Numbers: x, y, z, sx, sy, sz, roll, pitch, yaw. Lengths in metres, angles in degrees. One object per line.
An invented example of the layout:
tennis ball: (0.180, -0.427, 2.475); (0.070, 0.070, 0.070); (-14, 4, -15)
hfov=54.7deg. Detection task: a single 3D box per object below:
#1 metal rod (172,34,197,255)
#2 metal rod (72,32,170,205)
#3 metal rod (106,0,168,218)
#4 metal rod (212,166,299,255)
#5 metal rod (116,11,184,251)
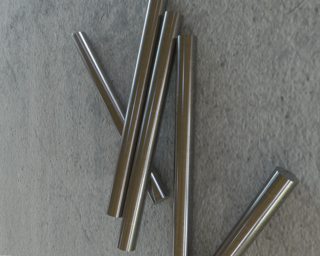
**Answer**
metal rod: (0.030, 0.039, 0.378); (0.025, 0.025, 0.298); (2, 91, 39)
metal rod: (-0.065, -0.028, 0.456); (0.025, 0.025, 0.299); (-43, 65, 31)
metal rod: (-0.029, -0.034, 0.403); (0.025, 0.025, 0.298); (11, 90, 39)
metal rod: (0.060, 0.169, 0.354); (0.025, 0.025, 0.298); (41, 114, 32)
metal rod: (-0.013, 0.004, 0.390); (0.025, 0.025, 0.298); (12, 90, 39)
